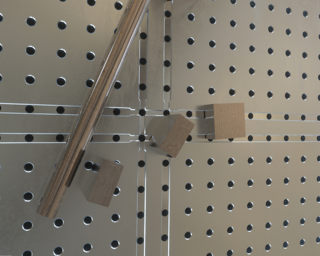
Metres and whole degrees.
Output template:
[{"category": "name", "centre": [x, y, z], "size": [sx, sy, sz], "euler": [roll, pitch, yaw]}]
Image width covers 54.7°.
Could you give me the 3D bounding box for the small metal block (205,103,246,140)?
[{"category": "small metal block", "centre": [0.095, -0.010, 0.449], "size": [0.050, 0.025, 0.050], "euler": [-4, 91, -20]}]

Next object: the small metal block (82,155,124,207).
[{"category": "small metal block", "centre": [-0.070, 0.063, 0.374], "size": [0.025, 0.050, 0.050], "euler": [23, 82, -19]}]

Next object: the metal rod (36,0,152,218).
[{"category": "metal rod", "centre": [-0.078, -0.036, 0.384], "size": [0.025, 0.025, 0.299], "euler": [25, 82, -19]}]

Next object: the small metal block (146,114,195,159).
[{"category": "small metal block", "centre": [0.013, 0.010, 0.405], "size": [0.025, 0.050, 0.050], "euler": [35, 79, -17]}]
